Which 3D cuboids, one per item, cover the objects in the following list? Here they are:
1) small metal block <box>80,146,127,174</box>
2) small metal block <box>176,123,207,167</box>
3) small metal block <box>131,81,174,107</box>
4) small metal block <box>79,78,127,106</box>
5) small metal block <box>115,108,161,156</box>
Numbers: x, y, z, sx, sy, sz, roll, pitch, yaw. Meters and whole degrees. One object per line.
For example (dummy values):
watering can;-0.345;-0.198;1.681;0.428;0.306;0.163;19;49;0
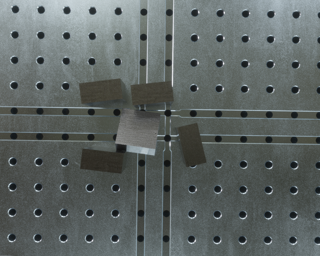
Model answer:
small metal block;-0.070;0.040;0.400;0.050;0.050;0.025;7;91;0
small metal block;0.039;0.021;0.401;0.025;0.050;0.050;-13;90;0
small metal block;-0.010;-0.043;0.401;0.050;0.050;0.025;-6;90;-1
small metal block;-0.072;-0.045;0.400;0.050;0.050;0.025;-7;90;0
small metal block;-0.028;0.005;0.404;0.050;0.025;0.050;8;66;-1
